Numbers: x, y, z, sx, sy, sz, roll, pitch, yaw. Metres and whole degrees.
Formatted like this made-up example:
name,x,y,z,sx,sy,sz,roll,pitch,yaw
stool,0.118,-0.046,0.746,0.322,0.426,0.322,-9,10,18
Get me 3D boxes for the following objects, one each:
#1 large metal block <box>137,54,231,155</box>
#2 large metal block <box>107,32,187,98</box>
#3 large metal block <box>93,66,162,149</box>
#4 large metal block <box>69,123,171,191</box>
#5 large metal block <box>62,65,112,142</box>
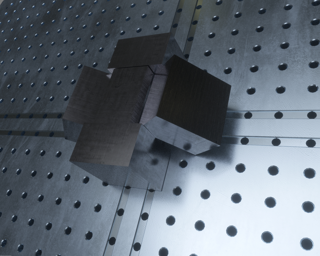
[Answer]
name,x,y,z,sx,sy,sz,roll,pitch,yaw
large metal block,0.030,-0.024,0.360,0.050,0.080,0.080,-32,38,58
large metal block,-0.010,-0.079,0.424,0.080,0.080,0.050,1,63,28
large metal block,-0.030,-0.021,0.399,0.050,0.080,0.080,1,62,28
large metal block,-0.045,0.035,0.372,0.080,0.080,0.050,1,63,28
large metal block,-0.094,-0.025,0.428,0.050,0.080,0.080,18,66,-7
